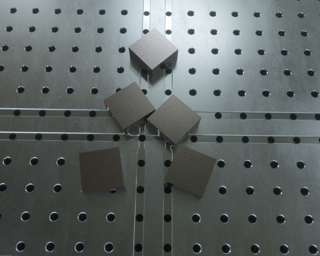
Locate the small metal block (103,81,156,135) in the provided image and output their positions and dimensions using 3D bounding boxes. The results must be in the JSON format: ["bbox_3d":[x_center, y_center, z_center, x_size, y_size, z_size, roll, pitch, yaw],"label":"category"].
[{"bbox_3d":[-0.041,-0.027,0.421,0.050,0.025,0.050,-33,74,-12],"label":"small metal block"}]

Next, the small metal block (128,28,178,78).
[{"bbox_3d":[-0.009,-0.109,0.452,0.050,0.025,0.050,-41,75,-14],"label":"small metal block"}]

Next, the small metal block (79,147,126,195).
[{"bbox_3d":[-0.072,0.055,0.391,0.050,0.025,0.050,-9,70,-4],"label":"small metal block"}]

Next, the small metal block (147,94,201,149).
[{"bbox_3d":[0.019,-0.009,0.415,0.050,0.025,0.050,41,75,13],"label":"small metal block"}]

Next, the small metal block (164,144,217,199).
[{"bbox_3d":[0.038,0.055,0.392,0.050,0.025,0.050,22,71,7],"label":"small metal block"}]
